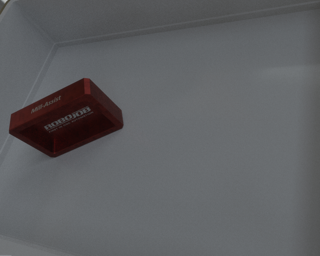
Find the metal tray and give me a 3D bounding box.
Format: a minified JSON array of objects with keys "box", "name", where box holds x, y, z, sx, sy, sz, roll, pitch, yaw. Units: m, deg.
[{"box":[-0.130,-0.010,0.439,0.130,0.090,0.030,-23,53,14],"name":"metal tray"}]
